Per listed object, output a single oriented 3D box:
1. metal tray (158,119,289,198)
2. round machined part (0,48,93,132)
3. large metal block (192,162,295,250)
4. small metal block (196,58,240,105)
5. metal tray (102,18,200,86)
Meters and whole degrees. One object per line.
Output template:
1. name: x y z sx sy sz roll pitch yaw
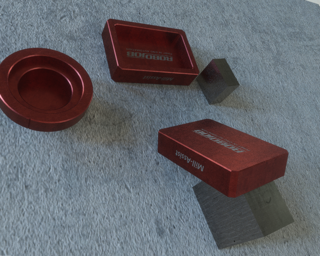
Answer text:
1. metal tray: 0.069 0.028 0.369 0.091 0.030 0.130 -13 25 -33
2. round machined part: -0.129 -0.038 0.347 0.099 0.042 0.098 14 56 -21
3. large metal block: 0.093 0.088 0.365 0.050 0.080 0.080 -10 67 -32
4. small metal block: 0.088 -0.072 0.479 0.025 0.050 0.050 -11 68 -33
5. metal tray: -0.013 -0.110 0.460 0.131 0.030 0.090 -2 63 -29
